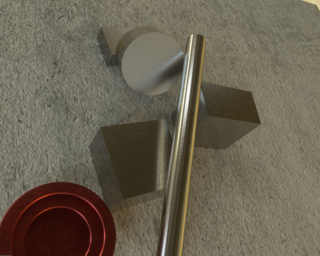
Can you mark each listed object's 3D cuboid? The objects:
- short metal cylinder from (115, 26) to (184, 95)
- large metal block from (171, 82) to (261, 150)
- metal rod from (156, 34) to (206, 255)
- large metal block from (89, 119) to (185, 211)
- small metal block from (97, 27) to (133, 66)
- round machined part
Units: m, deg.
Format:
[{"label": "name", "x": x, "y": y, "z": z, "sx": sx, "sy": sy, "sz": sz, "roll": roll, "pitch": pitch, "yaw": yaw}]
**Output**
[{"label": "short metal cylinder", "x": -0.015, "y": -0.089, "z": 0.407, "sx": 0.081, "sy": 0.079, "sz": 0.050, "roll": 11, "pitch": 22, "yaw": -23}, {"label": "large metal block", "x": 0.072, "y": -0.013, "z": 0.417, "sx": 0.081, "sy": 0.080, "sz": 0.050, "roll": 8, "pitch": 59, "yaw": -25}, {"label": "metal rod", "x": 0.025, "y": 0.019, "z": 0.336, "sx": 0.025, "sy": 0.025, "sz": 0.299, "roll": 19, "pitch": 62, "yaw": -18}, {"label": "large metal block", "x": -0.025, "y": 0.041, "z": 0.351, "sx": 0.081, "sy": 0.050, "sz": 0.080, "roll": -8, "pitch": 66, "yaw": -32}, {"label": "small metal block", "x": -0.057, "y": -0.117, "z": 0.446, "sx": 0.050, "sy": 0.025, "sz": 0.050, "roll": -9, "pitch": 67, "yaw": -32}, {"label": "round machined part", "x": -0.093, "y": 0.102, "z": 0.281, "sx": 0.099, "sy": 0.042, "sz": 0.098, "roll": 14, "pitch": 56, "yaw": -21}]
